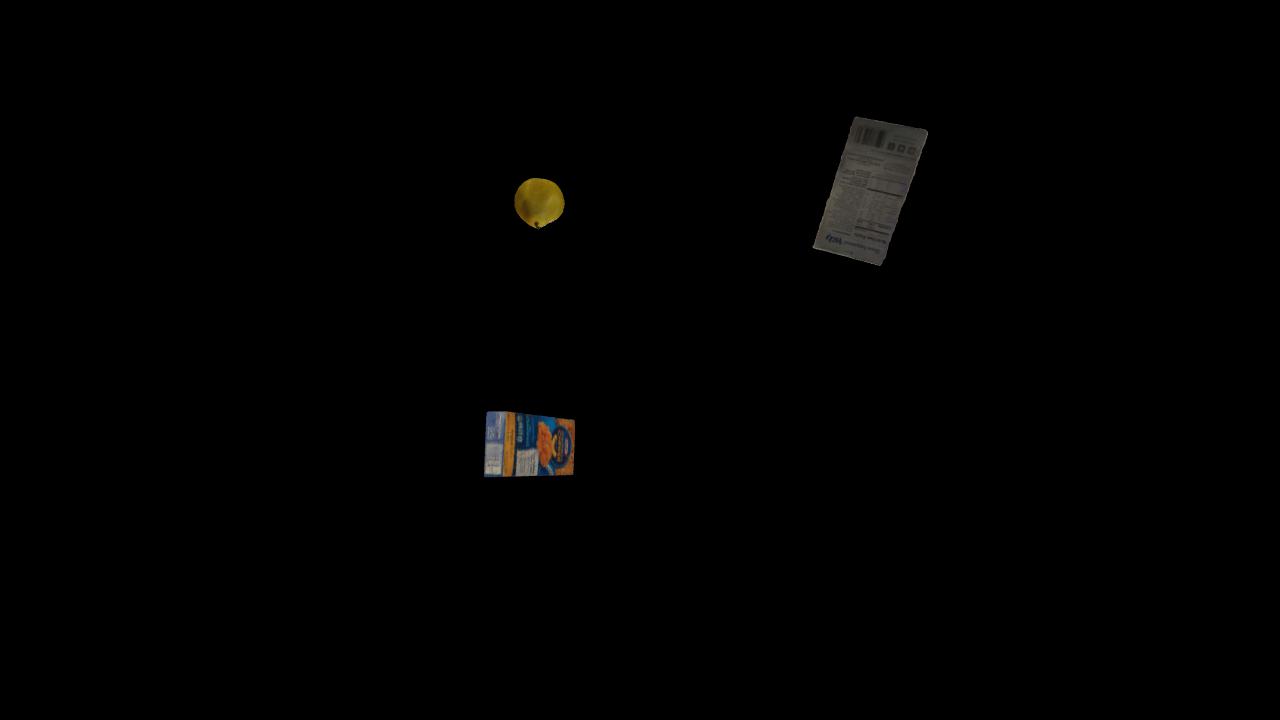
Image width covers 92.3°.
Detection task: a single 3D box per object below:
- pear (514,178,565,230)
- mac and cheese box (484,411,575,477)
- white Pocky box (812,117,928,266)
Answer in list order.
[{"bbox_3d":[-0.165,-0.237,0.977,0.080,0.111,0.080,6,-43,6],"label":"pear"},{"bbox_3d":[-0.162,0.129,0.930,0.041,0.093,0.184,-5,-10,25],"label":"mac and cheese box"},{"bbox_3d":[0.266,-0.195,0.716,0.084,0.154,0.028,19,16,16],"label":"white Pocky box"}]
